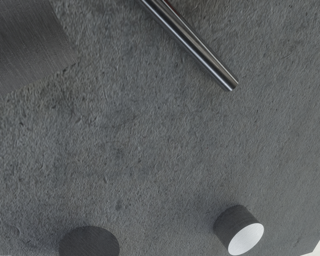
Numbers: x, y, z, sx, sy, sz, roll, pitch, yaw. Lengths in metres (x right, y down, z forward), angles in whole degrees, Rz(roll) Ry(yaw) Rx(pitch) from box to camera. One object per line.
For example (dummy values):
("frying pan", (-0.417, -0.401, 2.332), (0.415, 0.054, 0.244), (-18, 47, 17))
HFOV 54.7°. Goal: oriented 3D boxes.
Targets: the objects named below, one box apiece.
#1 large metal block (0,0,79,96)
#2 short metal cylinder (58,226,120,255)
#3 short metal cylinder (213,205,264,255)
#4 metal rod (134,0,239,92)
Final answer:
("large metal block", (-0.130, -0.084, 0.268), (0.080, 0.050, 0.080), (-28, 128, -11))
("short metal cylinder", (-0.100, 0.184, 0.431), (0.081, 0.080, 0.050), (-2, 119, -28))
("short metal cylinder", (0.150, 0.195, 0.593), (0.081, 0.050, 0.079), (-14, 124, -21))
("metal rod", (-0.001, -0.127, 0.327), (0.301, 0.025, 0.025), (35, 99, -39))
